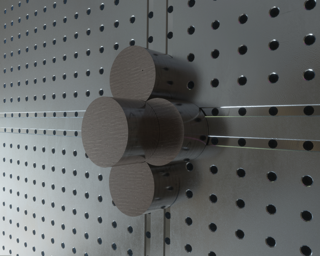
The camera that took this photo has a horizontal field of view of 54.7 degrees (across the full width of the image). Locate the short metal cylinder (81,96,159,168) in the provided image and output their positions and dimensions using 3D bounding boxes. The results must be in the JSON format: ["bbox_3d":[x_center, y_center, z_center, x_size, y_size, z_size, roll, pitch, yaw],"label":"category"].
[{"bbox_3d":[-0.048,0.004,0.366,0.080,0.050,0.079,0,90,40],"label":"short metal cylinder"}]

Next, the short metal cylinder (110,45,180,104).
[{"bbox_3d":[-0.021,-0.064,0.410,0.080,0.050,0.079,0,90,39],"label":"short metal cylinder"}]

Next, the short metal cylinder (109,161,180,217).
[{"bbox_3d":[-0.022,0.072,0.410,0.080,0.050,0.080,-2,87,39],"label":"short metal cylinder"}]

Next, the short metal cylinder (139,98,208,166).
[{"bbox_3d":[0.012,0.004,0.383,0.080,0.050,0.080,0,90,40],"label":"short metal cylinder"}]

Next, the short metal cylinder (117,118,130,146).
[{"bbox_3d":[-0.053,0.004,0.437,0.080,0.050,0.079,0,90,40],"label":"short metal cylinder"}]
